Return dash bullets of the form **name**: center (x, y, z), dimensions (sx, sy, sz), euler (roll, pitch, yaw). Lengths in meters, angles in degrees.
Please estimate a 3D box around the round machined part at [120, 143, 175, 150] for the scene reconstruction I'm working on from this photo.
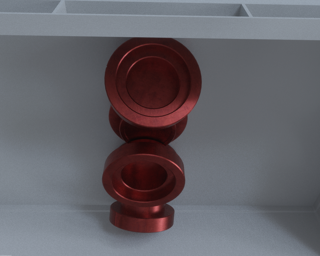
- **round machined part**: center (-0.021, 0.064, 0.450), dimensions (0.099, 0.042, 0.097), euler (-1, 130, 0)

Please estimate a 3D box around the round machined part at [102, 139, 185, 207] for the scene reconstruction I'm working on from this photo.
- **round machined part**: center (-0.019, 0.052, 0.383), dimensions (0.099, 0.042, 0.097), euler (-1, 130, 0)

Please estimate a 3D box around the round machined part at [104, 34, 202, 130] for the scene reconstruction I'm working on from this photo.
- **round machined part**: center (-0.008, -0.046, 0.332), dimensions (0.099, 0.097, 0.042), euler (5, 172, -5)

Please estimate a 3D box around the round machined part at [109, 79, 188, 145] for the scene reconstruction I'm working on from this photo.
- **round machined part**: center (-0.015, -0.010, 0.387), dimensions (0.099, 0.042, 0.097), euler (-1, 130, 0)

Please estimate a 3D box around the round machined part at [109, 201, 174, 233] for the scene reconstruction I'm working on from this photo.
- **round machined part**: center (-0.027, 0.122, 0.476), dimensions (0.099, 0.098, 0.042), euler (5, 93, -5)
